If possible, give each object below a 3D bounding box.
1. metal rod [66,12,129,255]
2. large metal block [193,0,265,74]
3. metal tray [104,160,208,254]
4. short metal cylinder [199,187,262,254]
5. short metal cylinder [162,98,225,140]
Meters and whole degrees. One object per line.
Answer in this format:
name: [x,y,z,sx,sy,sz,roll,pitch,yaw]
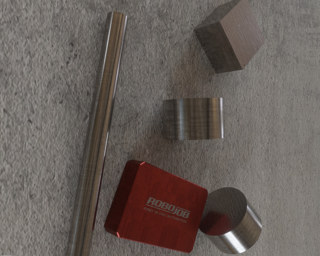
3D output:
metal rod: [-0.071,0.017,0.345,0.025,0.025,0.298,14,81,-39]
large metal block: [0.109,-0.143,0.480,0.080,0.050,0.080,-49,119,-29]
metal tray: [0.001,0.104,0.403,0.131,0.030,0.090,29,72,-36]
short metal cylinder: [0.100,0.134,0.453,0.050,0.080,0.080,52,60,-28]
short metal cylinder: [0.044,-0.012,0.406,0.081,0.080,0.050,-3,93,-40]
